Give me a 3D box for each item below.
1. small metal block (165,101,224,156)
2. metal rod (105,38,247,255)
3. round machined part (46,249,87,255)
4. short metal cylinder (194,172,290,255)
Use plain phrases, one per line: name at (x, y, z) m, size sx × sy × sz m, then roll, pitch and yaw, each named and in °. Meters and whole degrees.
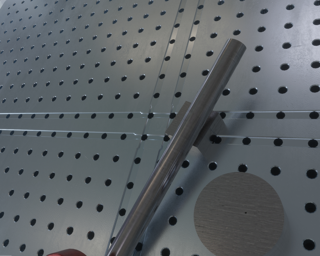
small metal block at (0.043, 0.000, 0.386) m, size 0.050 × 0.025 × 0.050 m, roll 25°, pitch 75°, yaw 36°
metal rod at (0.016, 0.032, 0.352) m, size 0.025 × 0.025 × 0.299 m, roll 26°, pitch 84°, yaw 37°
round machined part at (-0.087, 0.176, 0.320) m, size 0.098 × 0.042 × 0.097 m, roll -4°, pitch 83°, yaw 37°
short metal cylinder at (0.079, 0.089, 0.297) m, size 0.080 × 0.050 × 0.080 m, roll -13°, pitch 56°, yaw 21°
